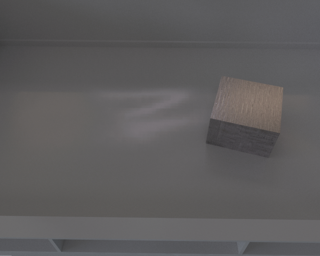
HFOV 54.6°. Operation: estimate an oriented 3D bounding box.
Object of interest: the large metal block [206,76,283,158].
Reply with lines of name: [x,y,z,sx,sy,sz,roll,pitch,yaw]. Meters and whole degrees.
large metal block: [0.110,-0.016,0.403,0.080,0.050,0.080,13,51,11]
